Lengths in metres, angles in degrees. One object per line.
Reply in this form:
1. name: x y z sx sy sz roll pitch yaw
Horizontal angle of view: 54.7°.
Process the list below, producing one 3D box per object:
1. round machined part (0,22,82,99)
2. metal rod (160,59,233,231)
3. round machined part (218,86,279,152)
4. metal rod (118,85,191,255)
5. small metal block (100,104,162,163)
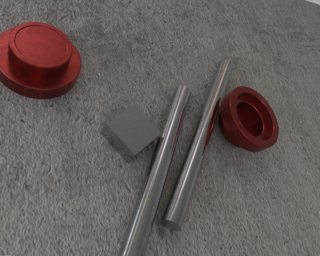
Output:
1. round machined part: -0.143 -0.086 0.369 0.099 0.042 0.098 14 56 -21
2. metal rod: 0.062 0.001 0.436 0.025 0.025 0.301 31 52 -8
3. round machined part: 0.126 -0.009 0.460 0.099 0.042 0.098 17 57 -28
4. metal rod: -0.006 0.060 0.363 0.025 0.025 0.300 28 52 -11
5. small metal block: -0.035 0.006 0.381 0.050 0.025 0.050 47 51 5
